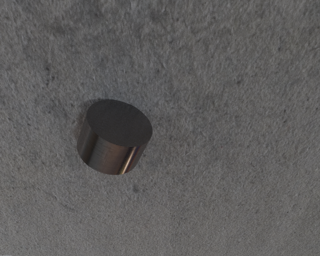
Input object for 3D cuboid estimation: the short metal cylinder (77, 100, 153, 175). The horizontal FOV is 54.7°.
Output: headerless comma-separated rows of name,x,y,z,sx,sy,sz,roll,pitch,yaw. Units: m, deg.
short metal cylinder,-0.056,0.010,0.379,0.081,0.080,0.050,17,128,-15
